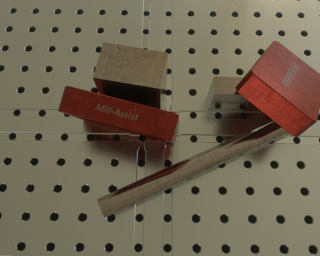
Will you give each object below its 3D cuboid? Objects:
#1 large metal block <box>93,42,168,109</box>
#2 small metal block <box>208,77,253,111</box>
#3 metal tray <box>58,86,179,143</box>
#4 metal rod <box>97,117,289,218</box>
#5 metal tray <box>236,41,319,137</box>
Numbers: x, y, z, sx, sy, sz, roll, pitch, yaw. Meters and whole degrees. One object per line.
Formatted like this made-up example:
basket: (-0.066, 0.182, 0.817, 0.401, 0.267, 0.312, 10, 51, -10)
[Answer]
large metal block: (-0.034, -0.061, 0.405, 0.080, 0.080, 0.050, 10, 70, 3)
small metal block: (0.094, -0.045, 0.416, 0.050, 0.050, 0.025, 1, 70, 0)
metal tray: (-0.044, -0.013, 0.379, 0.131, 0.090, 0.030, 15, 86, 5)
metal rod: (0.066, 0.039, 0.398, 0.302, 0.025, 0.025, -23, 72, -9)
metal tray: (0.158, -0.056, 0.391, 0.090, 0.030, 0.131, 40, 43, 5)
